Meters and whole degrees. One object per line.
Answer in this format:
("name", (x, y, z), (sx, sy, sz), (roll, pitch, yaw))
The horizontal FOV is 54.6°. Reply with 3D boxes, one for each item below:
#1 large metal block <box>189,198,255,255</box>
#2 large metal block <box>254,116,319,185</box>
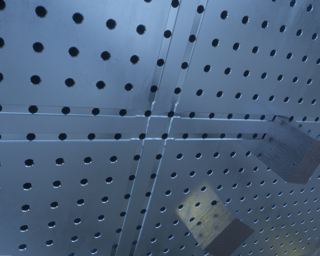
("large metal block", (0.115, 0.189, 0.573), (0.080, 0.050, 0.080), (-47, 129, 4))
("large metal block", (0.219, 0.036, 0.516), (0.050, 0.080, 0.080), (11, 113, -33))
